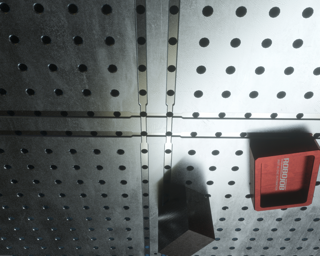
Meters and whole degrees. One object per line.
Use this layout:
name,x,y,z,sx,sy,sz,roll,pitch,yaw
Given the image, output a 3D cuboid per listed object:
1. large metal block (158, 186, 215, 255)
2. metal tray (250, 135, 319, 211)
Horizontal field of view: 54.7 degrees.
large metal block,0.040,0.157,0.510,0.050,0.080,0.080,28,125,-22
metal tray,0.186,0.073,0.472,0.090,0.030,0.129,-9,130,7
